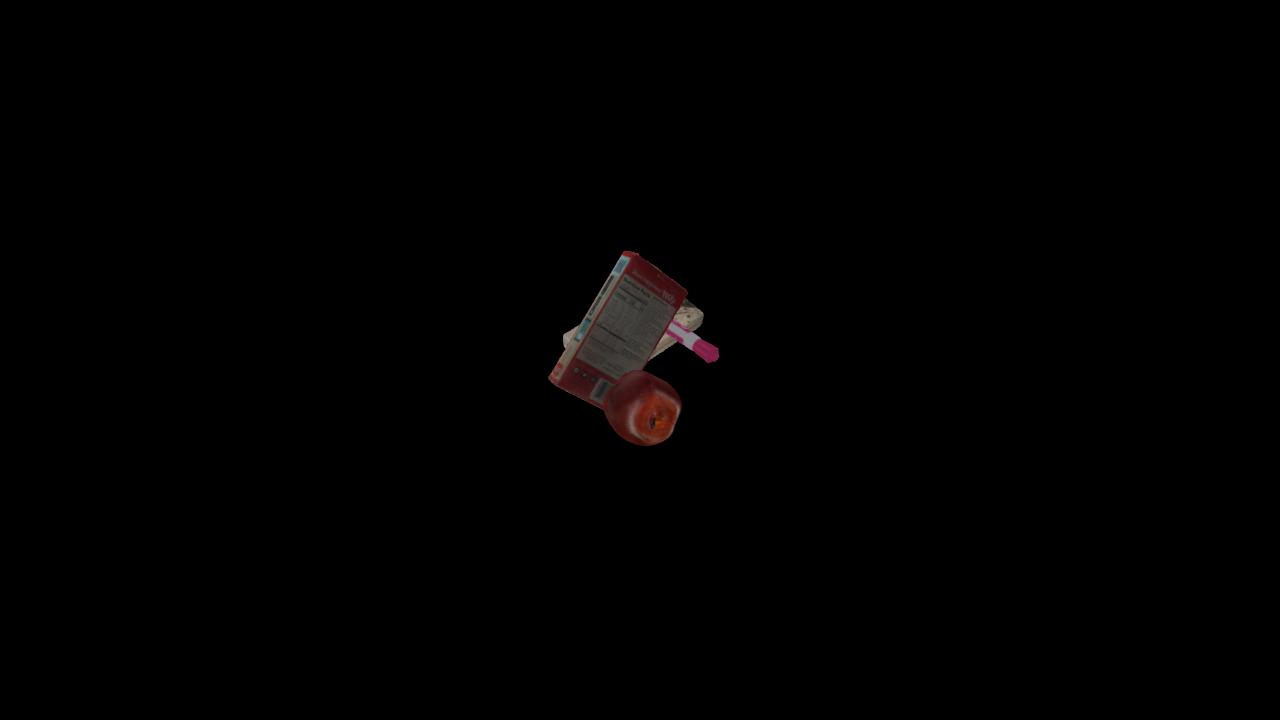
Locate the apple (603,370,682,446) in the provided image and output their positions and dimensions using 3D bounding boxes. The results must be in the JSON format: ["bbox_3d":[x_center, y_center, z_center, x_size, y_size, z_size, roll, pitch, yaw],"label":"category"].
[{"bbox_3d":[0.000,0.049,0.642,0.079,0.079,0.093,0,17,-21],"label":"apple"}]

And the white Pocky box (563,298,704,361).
[{"bbox_3d":[-0.007,-0.036,0.736,0.154,0.084,0.028,-34,-29,-24],"label":"white Pocky box"}]

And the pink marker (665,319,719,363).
[{"bbox_3d":[0.040,-0.032,0.671,0.020,0.020,0.121,0,30,-48],"label":"pink marker"}]

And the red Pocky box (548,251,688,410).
[{"bbox_3d":[-0.021,-0.027,0.638,0.083,0.155,0.028,31,-1,-33],"label":"red Pocky box"}]
